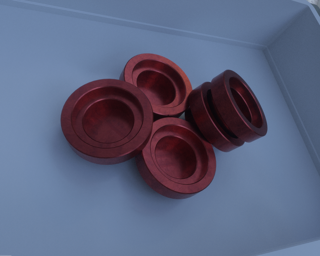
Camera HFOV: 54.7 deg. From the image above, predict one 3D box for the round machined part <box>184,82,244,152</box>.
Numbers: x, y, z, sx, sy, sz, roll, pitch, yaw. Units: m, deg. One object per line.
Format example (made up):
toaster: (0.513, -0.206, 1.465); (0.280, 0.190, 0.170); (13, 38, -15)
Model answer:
round machined part: (0.071, -0.011, 0.424); (0.098, 0.042, 0.098); (33, 40, -33)

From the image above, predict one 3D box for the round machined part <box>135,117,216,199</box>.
round machined part: (0.015, 0.039, 0.376); (0.099, 0.042, 0.098); (14, 56, -21)

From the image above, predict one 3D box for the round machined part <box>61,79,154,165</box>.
round machined part: (-0.058, -0.004, 0.351); (0.099, 0.042, 0.098); (2, 63, -4)

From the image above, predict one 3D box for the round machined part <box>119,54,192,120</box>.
round machined part: (-0.009, -0.049, 0.417); (0.099, 0.042, 0.098); (14, 56, -21)

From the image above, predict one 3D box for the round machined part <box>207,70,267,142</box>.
round machined part: (0.096, -0.025, 0.410); (0.098, 0.042, 0.098); (33, 41, -34)
